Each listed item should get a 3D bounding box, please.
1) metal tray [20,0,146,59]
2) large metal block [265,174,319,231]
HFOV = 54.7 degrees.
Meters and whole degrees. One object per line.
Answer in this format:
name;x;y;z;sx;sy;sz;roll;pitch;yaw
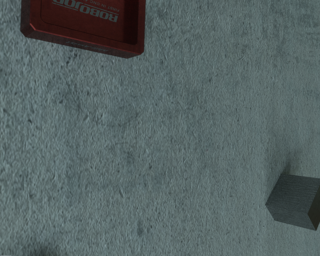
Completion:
metal tray;-0.077;-0.133;0.336;0.131;0.030;0.089;3;88;-40
large metal block;0.262;0.138;0.589;0.080;0.080;0.050;-50;120;-28
